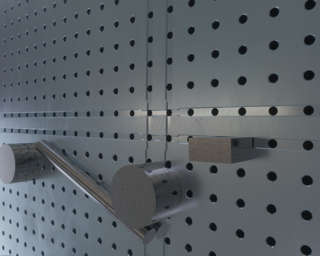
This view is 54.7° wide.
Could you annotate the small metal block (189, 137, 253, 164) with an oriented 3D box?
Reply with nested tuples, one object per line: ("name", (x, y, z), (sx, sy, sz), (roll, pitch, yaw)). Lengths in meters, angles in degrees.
("small metal block", (0.067, 0.023, 0.338), (0.050, 0.050, 0.025), (-1, 90, 40))

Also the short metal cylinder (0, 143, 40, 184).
("short metal cylinder", (-0.289, 0.071, 0.631), (0.080, 0.050, 0.079), (0, 90, 40))

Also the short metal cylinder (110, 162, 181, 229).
("short metal cylinder", (-0.019, 0.086, 0.409), (0.080, 0.050, 0.079), (0, 90, 40))

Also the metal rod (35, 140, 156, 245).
("metal rod", (-0.121, 0.091, 0.509), (0.300, 0.025, 0.025), (28, 108, 36))
